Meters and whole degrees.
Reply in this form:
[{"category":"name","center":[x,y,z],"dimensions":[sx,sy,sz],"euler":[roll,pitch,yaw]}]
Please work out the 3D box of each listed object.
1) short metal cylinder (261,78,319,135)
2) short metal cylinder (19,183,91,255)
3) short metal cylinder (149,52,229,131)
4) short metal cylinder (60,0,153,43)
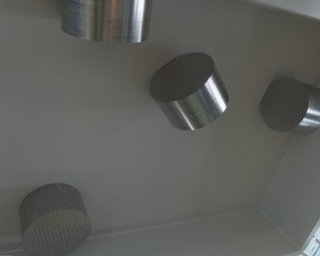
[{"category":"short metal cylinder","center":[0.201,-0.031,0.467],"dimensions":[0.050,0.080,0.079],"euler":[8,114,-33]},{"category":"short metal cylinder","center":[-0.133,0.117,0.393],"dimensions":[0.081,0.050,0.079],"euler":[-14,125,-21]},{"category":"short metal cylinder","center":[0.035,-0.044,0.367],"dimensions":[0.080,0.080,0.050],"euler":[-38,130,-3]},{"category":"short metal cylinder","center":[-0.047,-0.112,0.279],"dimensions":[0.081,0.080,0.050],"euler":[-6,121,-26]}]
